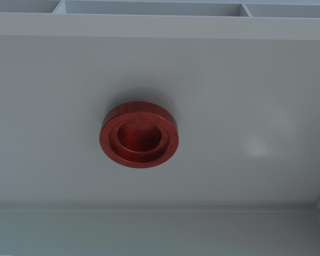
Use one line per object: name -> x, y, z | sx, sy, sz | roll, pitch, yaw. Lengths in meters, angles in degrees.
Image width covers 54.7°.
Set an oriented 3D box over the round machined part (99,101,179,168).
round machined part -> -0.026, 0.004, 0.401 | 0.099, 0.042, 0.097 | -1, 130, 0
